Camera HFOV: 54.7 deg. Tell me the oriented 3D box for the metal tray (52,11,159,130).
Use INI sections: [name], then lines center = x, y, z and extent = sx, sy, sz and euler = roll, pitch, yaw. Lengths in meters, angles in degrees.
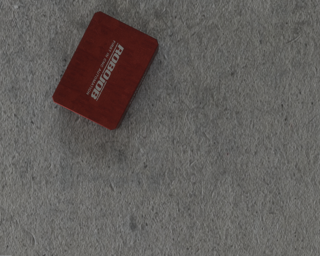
[metal tray]
center = -0.069, -0.073, 0.407
extent = 0.090, 0.030, 0.130
euler = 27, 90, 0
